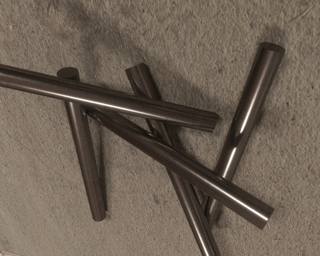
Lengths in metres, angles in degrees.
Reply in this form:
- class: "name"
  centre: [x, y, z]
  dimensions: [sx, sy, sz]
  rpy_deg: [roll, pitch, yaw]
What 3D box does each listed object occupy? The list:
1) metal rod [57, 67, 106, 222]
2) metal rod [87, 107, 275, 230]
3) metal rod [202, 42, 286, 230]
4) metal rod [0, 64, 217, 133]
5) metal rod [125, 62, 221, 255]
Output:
- class: "metal rod"
  centre: [-0.110, 0.047, 0.463]
  dimensions: [0.025, 0.025, 0.298]
  rpy_deg: [17, 134, 18]
- class: "metal rod"
  centre: [-0.008, 0.023, 0.375]
  dimensions: [0.300, 0.025, 0.025]
  rpy_deg: [31, 130, 27]
- class: "metal rod"
  centre: [0.086, 0.041, 0.386]
  dimensions: [0.025, 0.025, 0.298]
  rpy_deg: [22, 127, 15]
- class: "metal rod"
  centre: [-0.083, -0.038, 0.353]
  dimensions: [0.302, 0.025, 0.025]
  rpy_deg: [12, 127, -7]
- class: "metal rod"
  centre: [0.024, 0.060, 0.409]
  dimensions: [0.025, 0.025, 0.299]
  rpy_deg: [-14, 105, 33]
